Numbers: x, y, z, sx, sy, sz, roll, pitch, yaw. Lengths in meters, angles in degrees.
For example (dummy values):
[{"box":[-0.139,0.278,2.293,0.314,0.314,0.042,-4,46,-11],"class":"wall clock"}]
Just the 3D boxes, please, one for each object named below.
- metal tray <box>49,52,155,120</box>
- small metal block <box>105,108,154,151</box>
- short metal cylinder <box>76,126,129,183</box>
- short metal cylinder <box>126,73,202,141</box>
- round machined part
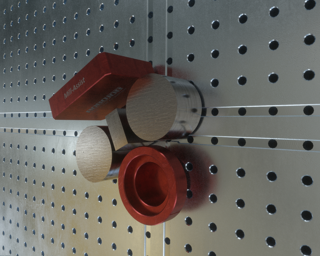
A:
[{"box":[-0.080,-0.051,0.427,0.130,0.091,0.030,-30,72,36],"class":"metal tray"},{"box":[-0.041,0.002,0.421,0.025,0.050,0.050,-32,71,36],"class":"small metal block"},{"box":[-0.078,0.036,0.452,0.080,0.050,0.079,0,90,40],"class":"short metal cylinder"},{"box":[0.004,-0.025,0.385,0.080,0.050,0.079,0,90,40],"class":"short metal cylinder"},{"box":[-0.005,0.071,0.397,0.098,0.042,0.097,0,90,40],"class":"round machined part"}]
